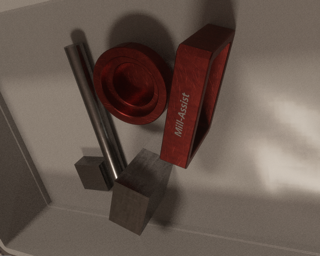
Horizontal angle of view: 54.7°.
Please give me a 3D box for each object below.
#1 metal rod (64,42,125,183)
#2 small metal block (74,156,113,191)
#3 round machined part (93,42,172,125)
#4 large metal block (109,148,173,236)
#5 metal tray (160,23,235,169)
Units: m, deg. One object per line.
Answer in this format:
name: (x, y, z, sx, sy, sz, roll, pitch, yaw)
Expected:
metal rod: (-0.077, 0.024, 0.462, 0.025, 0.025, 0.298, 0, 119, 28)
small metal block: (-0.105, 0.074, 0.508, 0.050, 0.025, 0.050, -1, 118, 28)
round machined part: (-0.028, -0.056, 0.376, 0.098, 0.042, 0.097, 13, 124, 20)
large metal block: (-0.026, 0.089, 0.440, 0.050, 0.080, 0.079, 23, 127, 14)
metal tray: (0.039, -0.033, 0.324, 0.030, 0.090, 0.129, 20, 126, 16)
